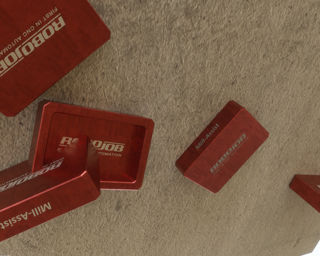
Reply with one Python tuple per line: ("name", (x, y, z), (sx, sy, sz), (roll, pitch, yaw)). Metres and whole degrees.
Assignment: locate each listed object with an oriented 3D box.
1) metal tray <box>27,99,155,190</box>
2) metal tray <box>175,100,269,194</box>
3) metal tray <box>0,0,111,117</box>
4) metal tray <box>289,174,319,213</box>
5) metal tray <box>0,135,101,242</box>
("metal tray", (-0.076, 0.023, 0.357), (0.131, 0.030, 0.089), (9, 94, -32))
("metal tray", (0.097, 0.032, 0.477), (0.130, 0.030, 0.090), (-49, 129, 7))
("metal tray", (-0.123, -0.083, 0.285), (0.130, 0.030, 0.090), (-40, 130, -1))
("metal tray", (0.342, 0.135, 0.634), (0.131, 0.090, 0.030), (7, 115, -32))
("metal tray", (-0.128, 0.061, 0.316), (0.131, 0.090, 0.030), (-23, 115, -2))
